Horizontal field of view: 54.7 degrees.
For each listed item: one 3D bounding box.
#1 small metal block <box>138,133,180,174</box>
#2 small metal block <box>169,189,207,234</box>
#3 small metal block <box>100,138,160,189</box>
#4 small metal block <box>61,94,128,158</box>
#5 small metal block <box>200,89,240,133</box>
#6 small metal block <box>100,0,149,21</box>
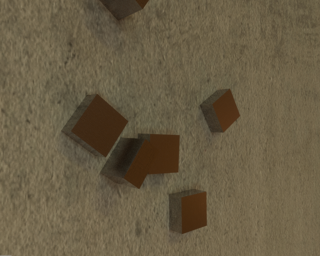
[{"bbox_3d":[-0.002,0.033,0.405,0.050,0.025,0.050,4,88,-40],"label":"small metal block"},{"bbox_3d":[0.040,0.117,0.441,0.050,0.025,0.050,-2,91,-40],"label":"small metal block"},{"bbox_3d":[-0.036,0.039,0.361,0.025,0.050,0.050,43,64,-32],"label":"small metal block"},{"bbox_3d":[-0.072,-0.002,0.346,0.050,0.025,0.050,44,64,-32],"label":"small metal block"},{"bbox_3d":[0.095,-0.027,0.487,0.050,0.025,0.050,-40,115,-33],"label":"small metal block"},{"bbox_3d":[-0.045,-0.156,0.352,0.050,0.050,0.025,43,64,-32],"label":"small metal block"}]
